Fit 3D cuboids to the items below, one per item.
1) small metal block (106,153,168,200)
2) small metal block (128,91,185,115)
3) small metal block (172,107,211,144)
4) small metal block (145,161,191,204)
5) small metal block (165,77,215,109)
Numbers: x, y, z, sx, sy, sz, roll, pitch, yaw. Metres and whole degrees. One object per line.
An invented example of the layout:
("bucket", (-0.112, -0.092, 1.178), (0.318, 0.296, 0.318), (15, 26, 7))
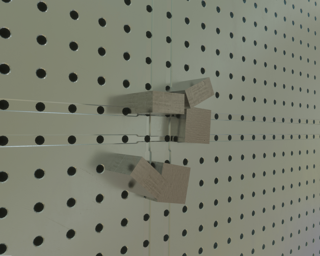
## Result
("small metal block", (-0.027, 0.057, 0.369), (0.050, 0.050, 0.025), (48, 62, -30))
("small metal block", (-0.005, -0.030, 0.388), (0.050, 0.050, 0.025), (1, 90, -40))
("small metal block", (0.046, -0.003, 0.447), (0.050, 0.025, 0.050), (6, 86, -40))
("small metal block", (0.011, 0.074, 0.418), (0.050, 0.025, 0.050), (16, 80, -39))
("small metal block", (0.036, -0.046, 0.422), (0.050, 0.050, 0.025), (-31, 109, -36))
